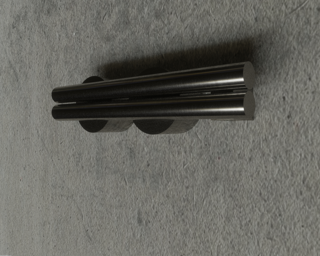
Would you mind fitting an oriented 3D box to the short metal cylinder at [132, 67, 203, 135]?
[{"bbox_3d":[0.007,-0.032,0.385,0.080,0.050,0.080,0,90,40],"label":"short metal cylinder"}]

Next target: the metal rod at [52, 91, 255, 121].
[{"bbox_3d":[-0.036,-0.022,0.370,0.300,0.025,0.025,1,91,40],"label":"metal rod"}]

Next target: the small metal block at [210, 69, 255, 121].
[{"bbox_3d":[0.077,-0.033,0.328,0.025,0.050,0.050,-2,88,40],"label":"small metal block"}]

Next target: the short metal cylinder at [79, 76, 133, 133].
[{"bbox_3d":[-0.078,-0.033,0.454,0.080,0.050,0.080,0,90,40],"label":"short metal cylinder"}]

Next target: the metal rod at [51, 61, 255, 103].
[{"bbox_3d":[-0.036,-0.048,0.370,0.300,0.025,0.025,1,91,40],"label":"metal rod"}]
